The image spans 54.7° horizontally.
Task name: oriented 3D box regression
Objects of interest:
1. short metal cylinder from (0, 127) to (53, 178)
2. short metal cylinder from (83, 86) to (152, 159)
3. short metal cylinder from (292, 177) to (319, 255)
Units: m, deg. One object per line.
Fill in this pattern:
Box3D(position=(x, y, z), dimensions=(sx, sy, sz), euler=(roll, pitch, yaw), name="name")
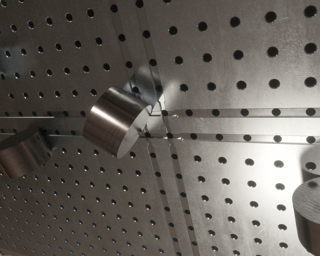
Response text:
Box3D(position=(-0.230, 0.040, 0.519), dimensions=(0.080, 0.080, 0.050), euler=(-8, 114, 31), name="short metal cylinder")
Box3D(position=(-0.053, -0.007, 0.398), dimensions=(0.050, 0.080, 0.079), euler=(31, 128, 8), name="short metal cylinder")
Box3D(position=(0.190, 0.097, 0.335), dimensions=(0.080, 0.080, 0.050), euler=(-4, 116, 30), name="short metal cylinder")
